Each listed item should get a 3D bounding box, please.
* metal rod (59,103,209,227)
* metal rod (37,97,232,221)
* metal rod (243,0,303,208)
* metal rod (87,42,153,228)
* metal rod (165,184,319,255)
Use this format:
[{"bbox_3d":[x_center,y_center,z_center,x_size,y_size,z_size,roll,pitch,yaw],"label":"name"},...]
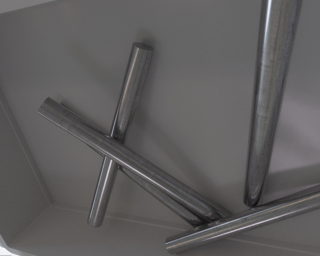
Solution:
[{"bbox_3d":[-0.044,0.061,0.469,0.300,0.025,0.025,37,129,3],"label":"metal rod"},{"bbox_3d":[-0.021,0.054,0.411,0.301,0.025,0.025,34,130,-12],"label":"metal rod"},{"bbox_3d":[0.097,-0.002,0.292,0.025,0.025,0.299,13,144,21],"label":"metal rod"},{"bbox_3d":[-0.063,0.028,0.432,0.025,0.025,0.298,26,119,12],"label":"metal rod"},{"bbox_3d":[0.129,0.107,0.380,0.299,0.025,0.025,-30,102,29],"label":"metal rod"}]
